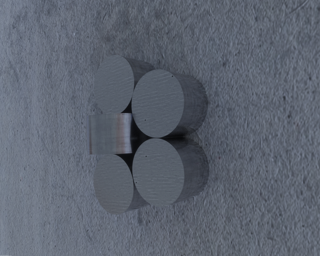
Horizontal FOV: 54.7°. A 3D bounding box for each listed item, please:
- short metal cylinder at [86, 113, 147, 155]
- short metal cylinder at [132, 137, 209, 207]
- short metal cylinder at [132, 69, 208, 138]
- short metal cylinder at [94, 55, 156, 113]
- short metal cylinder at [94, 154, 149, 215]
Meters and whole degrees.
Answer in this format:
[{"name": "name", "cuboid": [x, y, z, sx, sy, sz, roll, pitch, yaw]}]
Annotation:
[{"name": "short metal cylinder", "cuboid": [-0.058, 0.008, 0.419, 0.080, 0.081, 0.050, -4, 88, 40]}, {"name": "short metal cylinder", "cuboid": [0.012, 0.051, 0.379, 0.080, 0.050, 0.080, 1, 91, 41]}, {"name": "short metal cylinder", "cuboid": [0.011, -0.029, 0.380, 0.080, 0.050, 0.080, 1, 91, 40]}, {"name": "short metal cylinder", "cuboid": [-0.046, -0.057, 0.428, 0.080, 0.050, 0.080, 0, 91, 41]}, {"name": "short metal cylinder", "cuboid": [-0.047, 0.074, 0.429, 0.080, 0.050, 0.080, 0, 91, 41]}]
